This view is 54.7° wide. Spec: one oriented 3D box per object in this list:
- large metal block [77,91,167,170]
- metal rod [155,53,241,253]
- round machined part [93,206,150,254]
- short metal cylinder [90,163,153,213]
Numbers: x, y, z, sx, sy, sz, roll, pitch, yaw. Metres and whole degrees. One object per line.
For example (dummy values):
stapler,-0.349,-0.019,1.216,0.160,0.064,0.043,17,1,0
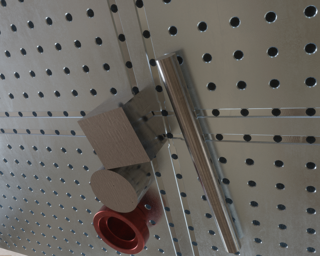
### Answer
large metal block,-0.051,0.005,0.423,0.080,0.050,0.080,-15,111,33
metal rod,0.058,0.048,0.409,0.025,0.025,0.298,-8,115,31
round machined part,-0.062,0.166,0.534,0.098,0.042,0.097,13,124,20
short metal cylinder,-0.058,0.082,0.475,0.080,0.050,0.079,13,124,20
